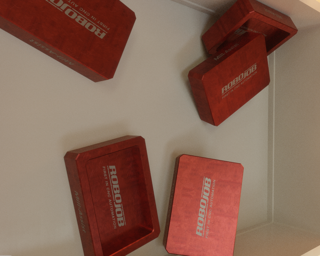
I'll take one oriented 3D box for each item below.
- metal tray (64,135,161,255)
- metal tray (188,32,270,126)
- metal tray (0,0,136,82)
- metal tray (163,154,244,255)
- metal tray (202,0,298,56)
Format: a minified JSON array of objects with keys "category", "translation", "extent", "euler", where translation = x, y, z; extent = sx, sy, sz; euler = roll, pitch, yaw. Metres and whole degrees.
[{"category":"metal tray","translation":[-0.052,0.081,0.361],"extent":[0.091,0.030,0.129],"euler":[-16,100,-39]},{"category":"metal tray","translation":[0.108,-0.074,0.465],"extent":[0.131,0.030,0.090],"euler":[-37,128,-20]},{"category":"metal tray","translation":[-0.095,-0.117,0.325],"extent":[0.131,0.030,0.090],"euler":[29,72,-37]},{"category":"metal tray","translation":[0.059,0.107,0.424],"extent":[0.091,0.030,0.129],"euler":[10,81,-5]},{"category":"metal tray","translation":[0.141,-0.145,0.482],"extent":[0.131,0.090,0.030],"euler":[1,61,-40]}]
